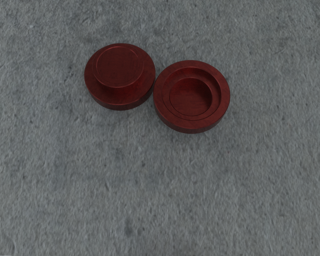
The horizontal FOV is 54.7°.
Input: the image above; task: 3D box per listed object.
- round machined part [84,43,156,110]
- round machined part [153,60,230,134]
[{"bbox_3d":[-0.055,-0.077,0.426,0.099,0.042,0.098,0,70,-1],"label":"round machined part"},{"bbox_3d":[0.040,-0.038,0.414,0.099,0.042,0.098,0,70,-1],"label":"round machined part"}]
